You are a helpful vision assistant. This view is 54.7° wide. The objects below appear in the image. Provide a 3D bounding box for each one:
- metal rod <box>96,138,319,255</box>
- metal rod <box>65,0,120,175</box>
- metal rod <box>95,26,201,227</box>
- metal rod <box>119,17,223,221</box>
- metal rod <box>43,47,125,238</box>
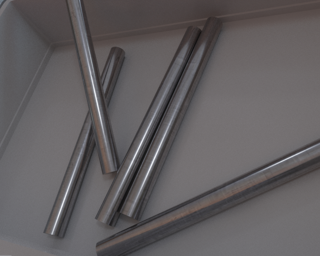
[{"bbox_3d":[0.066,0.073,0.325,0.301,0.025,0.025,-28,53,10],"label":"metal rod"},{"bbox_3d":[-0.099,-0.084,0.432,0.025,0.025,0.299,-18,79,18],"label":"metal rod"},{"bbox_3d":[-0.007,-0.016,0.417,0.025,0.025,0.300,12,68,33],"label":"metal rod"},{"bbox_3d":[0.023,-0.026,0.408,0.025,0.025,0.300,12,67,32],"label":"metal rod"},{"bbox_3d":[-0.103,0.004,0.455,0.025,0.025,0.300,0,61,28],"label":"metal rod"}]
